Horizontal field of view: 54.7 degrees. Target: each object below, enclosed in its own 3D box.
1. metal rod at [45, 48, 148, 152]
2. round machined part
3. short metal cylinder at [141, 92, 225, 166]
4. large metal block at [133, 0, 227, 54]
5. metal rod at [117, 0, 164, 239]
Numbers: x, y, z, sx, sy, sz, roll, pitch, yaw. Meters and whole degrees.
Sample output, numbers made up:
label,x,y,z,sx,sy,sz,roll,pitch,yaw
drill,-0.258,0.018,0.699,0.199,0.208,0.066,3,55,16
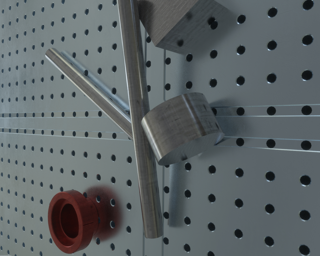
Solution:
label,x,y,z,sx,sy,sz,roll,pitch,yaw
metal rod,-0.102,-0.053,0.490,0.300,0.025,0.025,41,115,32
round machined part,-0.139,0.151,0.510,0.098,0.042,0.097,0,90,39
short metal cylinder,0.025,0.003,0.351,0.080,0.081,0.050,-36,68,34
large metal block,0.019,-0.151,0.376,0.080,0.050,0.080,-40,66,32
metal rod,-0.024,-0.010,0.386,0.025,0.025,0.298,-1,98,39
